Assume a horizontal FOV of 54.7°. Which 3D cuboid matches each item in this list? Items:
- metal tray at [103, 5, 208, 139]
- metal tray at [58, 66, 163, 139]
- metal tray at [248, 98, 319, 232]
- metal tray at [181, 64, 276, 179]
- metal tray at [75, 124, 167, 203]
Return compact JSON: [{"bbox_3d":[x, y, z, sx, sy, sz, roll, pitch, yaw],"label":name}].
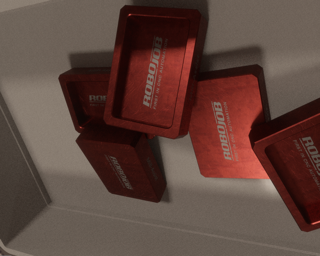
[{"bbox_3d":[-0.006,-0.060,0.333,0.090,0.030,0.129,12,96,21],"label":"metal tray"},{"bbox_3d":[-0.066,-0.035,0.416,0.130,0.030,0.089,4,120,26],"label":"metal tray"},{"bbox_3d":[0.163,0.041,0.321,0.090,0.030,0.130,-28,109,20],"label":"metal tray"},{"bbox_3d":[0.080,-0.002,0.361,0.090,0.030,0.129,-4,117,29],"label":"metal tray"},{"bbox_3d":[-0.051,0.052,0.440,0.090,0.030,0.129,5,138,25],"label":"metal tray"}]
